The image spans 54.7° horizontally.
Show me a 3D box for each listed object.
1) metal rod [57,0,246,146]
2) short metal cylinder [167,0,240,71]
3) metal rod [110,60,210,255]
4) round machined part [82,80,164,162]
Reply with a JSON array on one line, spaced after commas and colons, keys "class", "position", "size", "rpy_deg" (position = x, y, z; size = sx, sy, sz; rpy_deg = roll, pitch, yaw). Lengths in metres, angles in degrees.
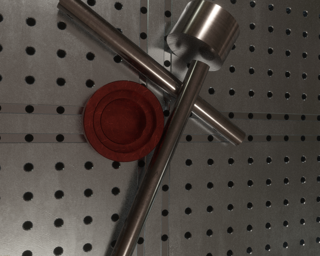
[{"class": "metal rod", "position": [0.001, -0.069, 0.413], "size": [0.301, 0.025, 0.025], "rpy_deg": [36, 78, -17]}, {"class": "short metal cylinder", "position": [0.056, -0.119, 0.405], "size": [0.080, 0.080, 0.050], "rpy_deg": [32, 80, -18]}, {"class": "metal rod", "position": [-0.005, 0.055, 0.396], "size": [0.025, 0.025, 0.299], "rpy_deg": [23, 88, -19]}, {"class": "round machined part", "position": [-0.048, -0.008, 0.387], "size": [0.099, 0.042, 0.097], "rpy_deg": [0, 90, -21]}]
